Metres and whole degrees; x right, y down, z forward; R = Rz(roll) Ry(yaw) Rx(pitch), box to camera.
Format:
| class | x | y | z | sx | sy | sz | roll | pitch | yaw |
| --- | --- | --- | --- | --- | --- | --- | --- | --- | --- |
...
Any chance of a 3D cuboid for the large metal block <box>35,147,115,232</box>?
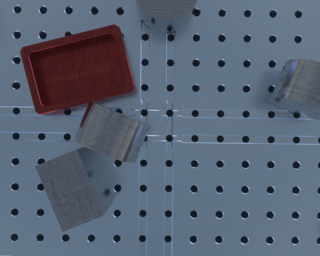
| class | x | y | z | sx | sy | sz | roll | pitch | yaw |
| --- | --- | --- | --- | --- | --- | --- | --- | --- | --- |
| large metal block | -0.100 | 0.070 | 0.385 | 0.050 | 0.080 | 0.080 | -22 | 90 | 0 |

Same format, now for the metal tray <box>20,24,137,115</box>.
| class | x | y | z | sx | sy | sz | roll | pitch | yaw |
| --- | --- | --- | --- | --- | --- | --- | --- | --- | --- |
| metal tray | -0.105 | -0.075 | 0.409 | 0.131 | 0.030 | 0.090 | -14 | 90 | 0 |

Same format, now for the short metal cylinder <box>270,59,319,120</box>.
| class | x | y | z | sx | sy | sz | roll | pitch | yaw |
| --- | --- | --- | --- | --- | --- | --- | --- | --- | --- |
| short metal cylinder | 0.187 | -0.046 | 0.387 | 0.080 | 0.080 | 0.050 | 22 | 90 | 0 |

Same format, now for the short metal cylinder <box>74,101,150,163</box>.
| class | x | y | z | sx | sy | sz | roll | pitch | yaw |
| --- | --- | --- | --- | --- | --- | --- | --- | --- | --- |
| short metal cylinder | -0.059 | 0.005 | 0.385 | 0.080 | 0.080 | 0.050 | 23 | 90 | 0 |

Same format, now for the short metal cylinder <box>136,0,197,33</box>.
| class | x | y | z | sx | sy | sz | roll | pitch | yaw |
| --- | --- | --- | --- | --- | --- | --- | --- | --- | --- |
| short metal cylinder | 0.008 | -0.170 | 0.401 | 0.081 | 0.050 | 0.080 | 0 | 90 | 0 |
